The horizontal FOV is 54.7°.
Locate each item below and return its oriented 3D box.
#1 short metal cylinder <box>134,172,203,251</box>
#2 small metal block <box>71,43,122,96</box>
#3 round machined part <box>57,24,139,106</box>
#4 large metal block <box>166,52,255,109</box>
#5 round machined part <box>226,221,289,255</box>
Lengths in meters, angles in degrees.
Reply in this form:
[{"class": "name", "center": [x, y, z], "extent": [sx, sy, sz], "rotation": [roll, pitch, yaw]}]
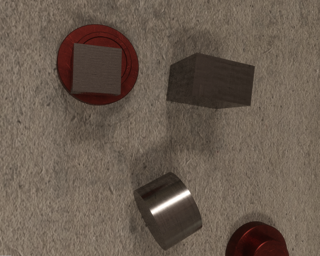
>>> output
[{"class": "short metal cylinder", "center": [0.008, 0.102, 0.384], "extent": [0.050, 0.080, 0.080], "rotation": [-26, 99, -18]}, {"class": "small metal block", "center": [-0.070, -0.062, 0.339], "extent": [0.050, 0.025, 0.050], "rotation": [2, 89, -21]}, {"class": "round machined part", "center": [-0.073, -0.077, 0.374], "extent": [0.099, 0.042, 0.097], "rotation": [0, 90, -21]}, {"class": "large metal block", "center": [0.063, -0.057, 0.404], "extent": [0.081, 0.080, 0.050], "rotation": [8, 88, -20]}, {"class": "round machined part", "center": [0.150, 0.193, 0.458], "extent": [0.099, 0.042, 0.097], "rotation": [0, 90, -21]}]
